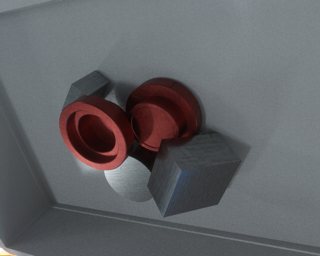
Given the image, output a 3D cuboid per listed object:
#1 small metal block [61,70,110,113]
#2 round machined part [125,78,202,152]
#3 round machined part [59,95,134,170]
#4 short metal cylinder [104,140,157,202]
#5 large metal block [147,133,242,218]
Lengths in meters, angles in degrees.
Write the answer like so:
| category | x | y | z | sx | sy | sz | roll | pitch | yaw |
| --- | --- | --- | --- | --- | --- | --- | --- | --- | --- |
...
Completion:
| category | x | y | z | sx | sy | sz | roll | pitch | yaw |
| --- | --- | --- | --- | --- | --- | --- | --- | --- | --- |
| small metal block | -0.099 | -0.043 | 0.414 | 0.025 | 0.050 | 0.050 | 38 | 129 | 2 |
| round machined part | -0.001 | -0.009 | 0.387 | 0.098 | 0.042 | 0.097 | 13 | 124 | 20 |
| round machined part | -0.076 | 0.003 | 0.398 | 0.098 | 0.042 | 0.097 | 13 | 124 | 20 |
| short metal cylinder | -0.031 | 0.058 | 0.441 | 0.080 | 0.050 | 0.079 | 13 | 124 | 20 |
| large metal block | 0.039 | 0.056 | 0.375 | 0.050 | 0.081 | 0.079 | 57 | 142 | 42 |
